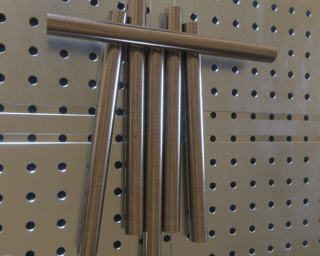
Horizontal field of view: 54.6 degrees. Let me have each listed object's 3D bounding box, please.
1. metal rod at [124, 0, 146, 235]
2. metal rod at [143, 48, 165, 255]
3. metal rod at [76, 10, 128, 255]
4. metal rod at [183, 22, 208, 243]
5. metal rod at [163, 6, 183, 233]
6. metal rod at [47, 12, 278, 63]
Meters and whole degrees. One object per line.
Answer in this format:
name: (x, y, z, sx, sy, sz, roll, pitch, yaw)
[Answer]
metal rod: (-0.032, -0.015, 0.401, 0.025, 0.025, 0.298, 1, 90, -20)
metal rod: (-0.008, 0.041, 0.409, 0.025, 0.025, 0.298, 1, 90, -20)
metal rod: (-0.071, 0.005, 0.385, 0.025, 0.025, 0.299, 8, 87, -20)
metal rod: (0.048, 0.006, 0.430, 0.025, 0.025, 0.298, -2, 91, -20)
metal rod: (0.016, -0.011, 0.420, 0.025, 0.025, 0.298, 1, 90, -20)
metal rod: (0.018, -0.110, 0.392, 0.302, 0.025, 0.025, 2, 90, -20)
